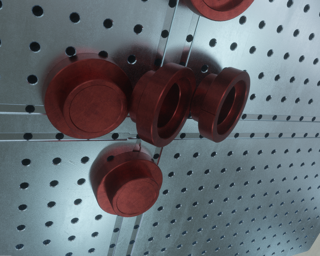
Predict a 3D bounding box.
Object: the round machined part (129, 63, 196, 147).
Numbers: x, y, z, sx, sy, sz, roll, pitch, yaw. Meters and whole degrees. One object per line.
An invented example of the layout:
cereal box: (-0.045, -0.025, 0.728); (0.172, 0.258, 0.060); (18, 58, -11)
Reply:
round machined part: (0.000, -0.030, 0.365); (0.098, 0.042, 0.097); (-46, 149, -38)

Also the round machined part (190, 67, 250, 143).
round machined part: (0.076, -0.033, 0.407); (0.099, 0.042, 0.097); (-39, 142, -38)

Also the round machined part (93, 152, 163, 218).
round machined part: (-0.040, 0.085, 0.433); (0.099, 0.042, 0.097); (-14, 124, -21)

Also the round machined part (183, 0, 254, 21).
round machined part: (0.061, -0.169, 0.331); (0.099, 0.042, 0.097); (-14, 125, -21)

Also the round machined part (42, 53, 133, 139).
round machined part: (-0.075, -0.029, 0.342); (0.099, 0.042, 0.097); (-14, 125, -21)
